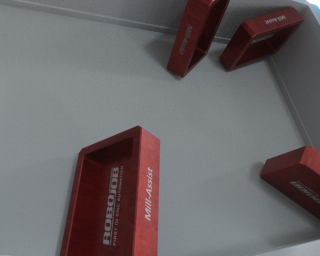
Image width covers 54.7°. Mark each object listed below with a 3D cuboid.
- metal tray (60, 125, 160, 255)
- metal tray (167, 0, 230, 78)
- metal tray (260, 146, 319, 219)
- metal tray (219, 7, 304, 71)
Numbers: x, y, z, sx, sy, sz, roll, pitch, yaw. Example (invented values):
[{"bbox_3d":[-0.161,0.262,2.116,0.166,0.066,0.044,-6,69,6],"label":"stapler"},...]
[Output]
[{"bbox_3d":[-0.046,0.070,0.292,0.030,0.090,0.130,36,44,-42],"label":"metal tray"},{"bbox_3d":[0.059,-0.147,0.457,0.030,0.129,0.090,33,50,11],"label":"metal tray"},{"bbox_3d":[0.219,0.083,0.428,0.130,0.090,0.030,35,64,-5],"label":"metal tray"},{"bbox_3d":[0.175,-0.154,0.537,0.131,0.090,0.030,-24,71,-27],"label":"metal tray"}]
